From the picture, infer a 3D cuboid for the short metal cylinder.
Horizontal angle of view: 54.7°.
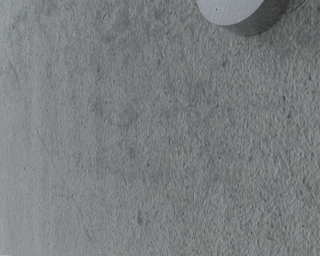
[{"bbox_3d":[0.086,-0.140,0.318,0.080,0.050,0.080,0,90,40],"label":"short metal cylinder"}]
